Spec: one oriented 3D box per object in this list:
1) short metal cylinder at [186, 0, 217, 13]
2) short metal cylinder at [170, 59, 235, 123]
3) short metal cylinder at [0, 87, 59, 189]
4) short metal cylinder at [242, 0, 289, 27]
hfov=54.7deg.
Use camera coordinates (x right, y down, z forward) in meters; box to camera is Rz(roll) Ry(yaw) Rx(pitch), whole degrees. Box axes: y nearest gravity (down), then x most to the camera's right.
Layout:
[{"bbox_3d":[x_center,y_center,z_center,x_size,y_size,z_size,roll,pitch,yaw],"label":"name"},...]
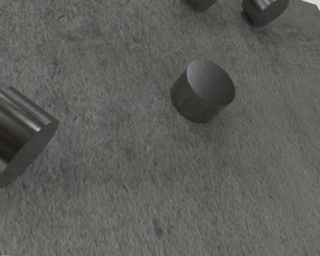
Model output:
[{"bbox_3d":[0.083,-0.264,0.577,0.050,0.080,0.081,49,51,6],"label":"short metal cylinder"},{"bbox_3d":[0.062,-0.053,0.456,0.081,0.050,0.080,14,56,-21],"label":"short metal cylinder"},{"bbox_3d":[-0.141,0.009,0.288,0.050,0.080,0.080,38,51,-4],"label":"short metal cylinder"},{"bbox_3d":[0.219,-0.259,0.648,0.081,0.080,0.050,-16,70,-35],"label":"short metal cylinder"}]
